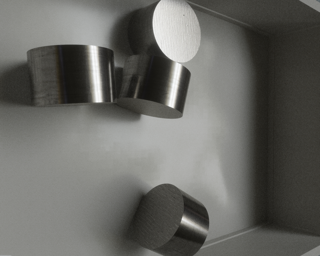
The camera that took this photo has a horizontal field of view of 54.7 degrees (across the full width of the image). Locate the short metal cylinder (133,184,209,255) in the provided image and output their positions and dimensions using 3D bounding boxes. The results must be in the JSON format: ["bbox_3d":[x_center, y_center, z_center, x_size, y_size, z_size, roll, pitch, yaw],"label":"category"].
[{"bbox_3d":[0.013,0.116,0.384,0.050,0.080,0.080,38,67,-34],"label":"short metal cylinder"}]

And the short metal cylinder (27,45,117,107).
[{"bbox_3d":[-0.084,-0.047,0.301,0.081,0.080,0.050,-6,94,-40],"label":"short metal cylinder"}]

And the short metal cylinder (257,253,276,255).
[{"bbox_3d":[0.209,0.278,0.572,0.081,0.050,0.079,0,90,-40],"label":"short metal cylinder"}]

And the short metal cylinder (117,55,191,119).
[{"bbox_3d":[-0.008,-0.046,0.366,0.080,0.080,0.050,20,78,-39],"label":"short metal cylinder"}]

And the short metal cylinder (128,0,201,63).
[{"bbox_3d":[0.006,-0.120,0.397,0.081,0.050,0.079,0,90,-40],"label":"short metal cylinder"}]
